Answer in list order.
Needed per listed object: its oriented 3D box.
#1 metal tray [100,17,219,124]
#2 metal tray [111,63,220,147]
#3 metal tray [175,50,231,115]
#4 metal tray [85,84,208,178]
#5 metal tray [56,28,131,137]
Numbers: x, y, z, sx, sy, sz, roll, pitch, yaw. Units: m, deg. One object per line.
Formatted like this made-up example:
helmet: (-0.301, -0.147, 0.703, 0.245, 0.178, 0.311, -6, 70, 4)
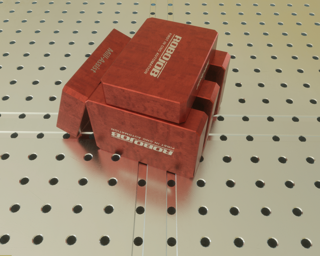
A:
metal tray: (0.005, -0.070, 0.346, 0.090, 0.030, 0.130, 16, 52, 13)
metal tray: (0.001, -0.029, 0.388, 0.130, 0.090, 0.030, 16, 51, 12)
metal tray: (0.023, -0.072, 0.425, 0.130, 0.090, 0.030, 16, 53, 13)
metal tray: (-0.015, 0.005, 0.361, 0.130, 0.090, 0.030, 17, 52, 13)
metal tray: (-0.086, -0.061, 0.413, 0.030, 0.090, 0.130, 30, 53, -4)
